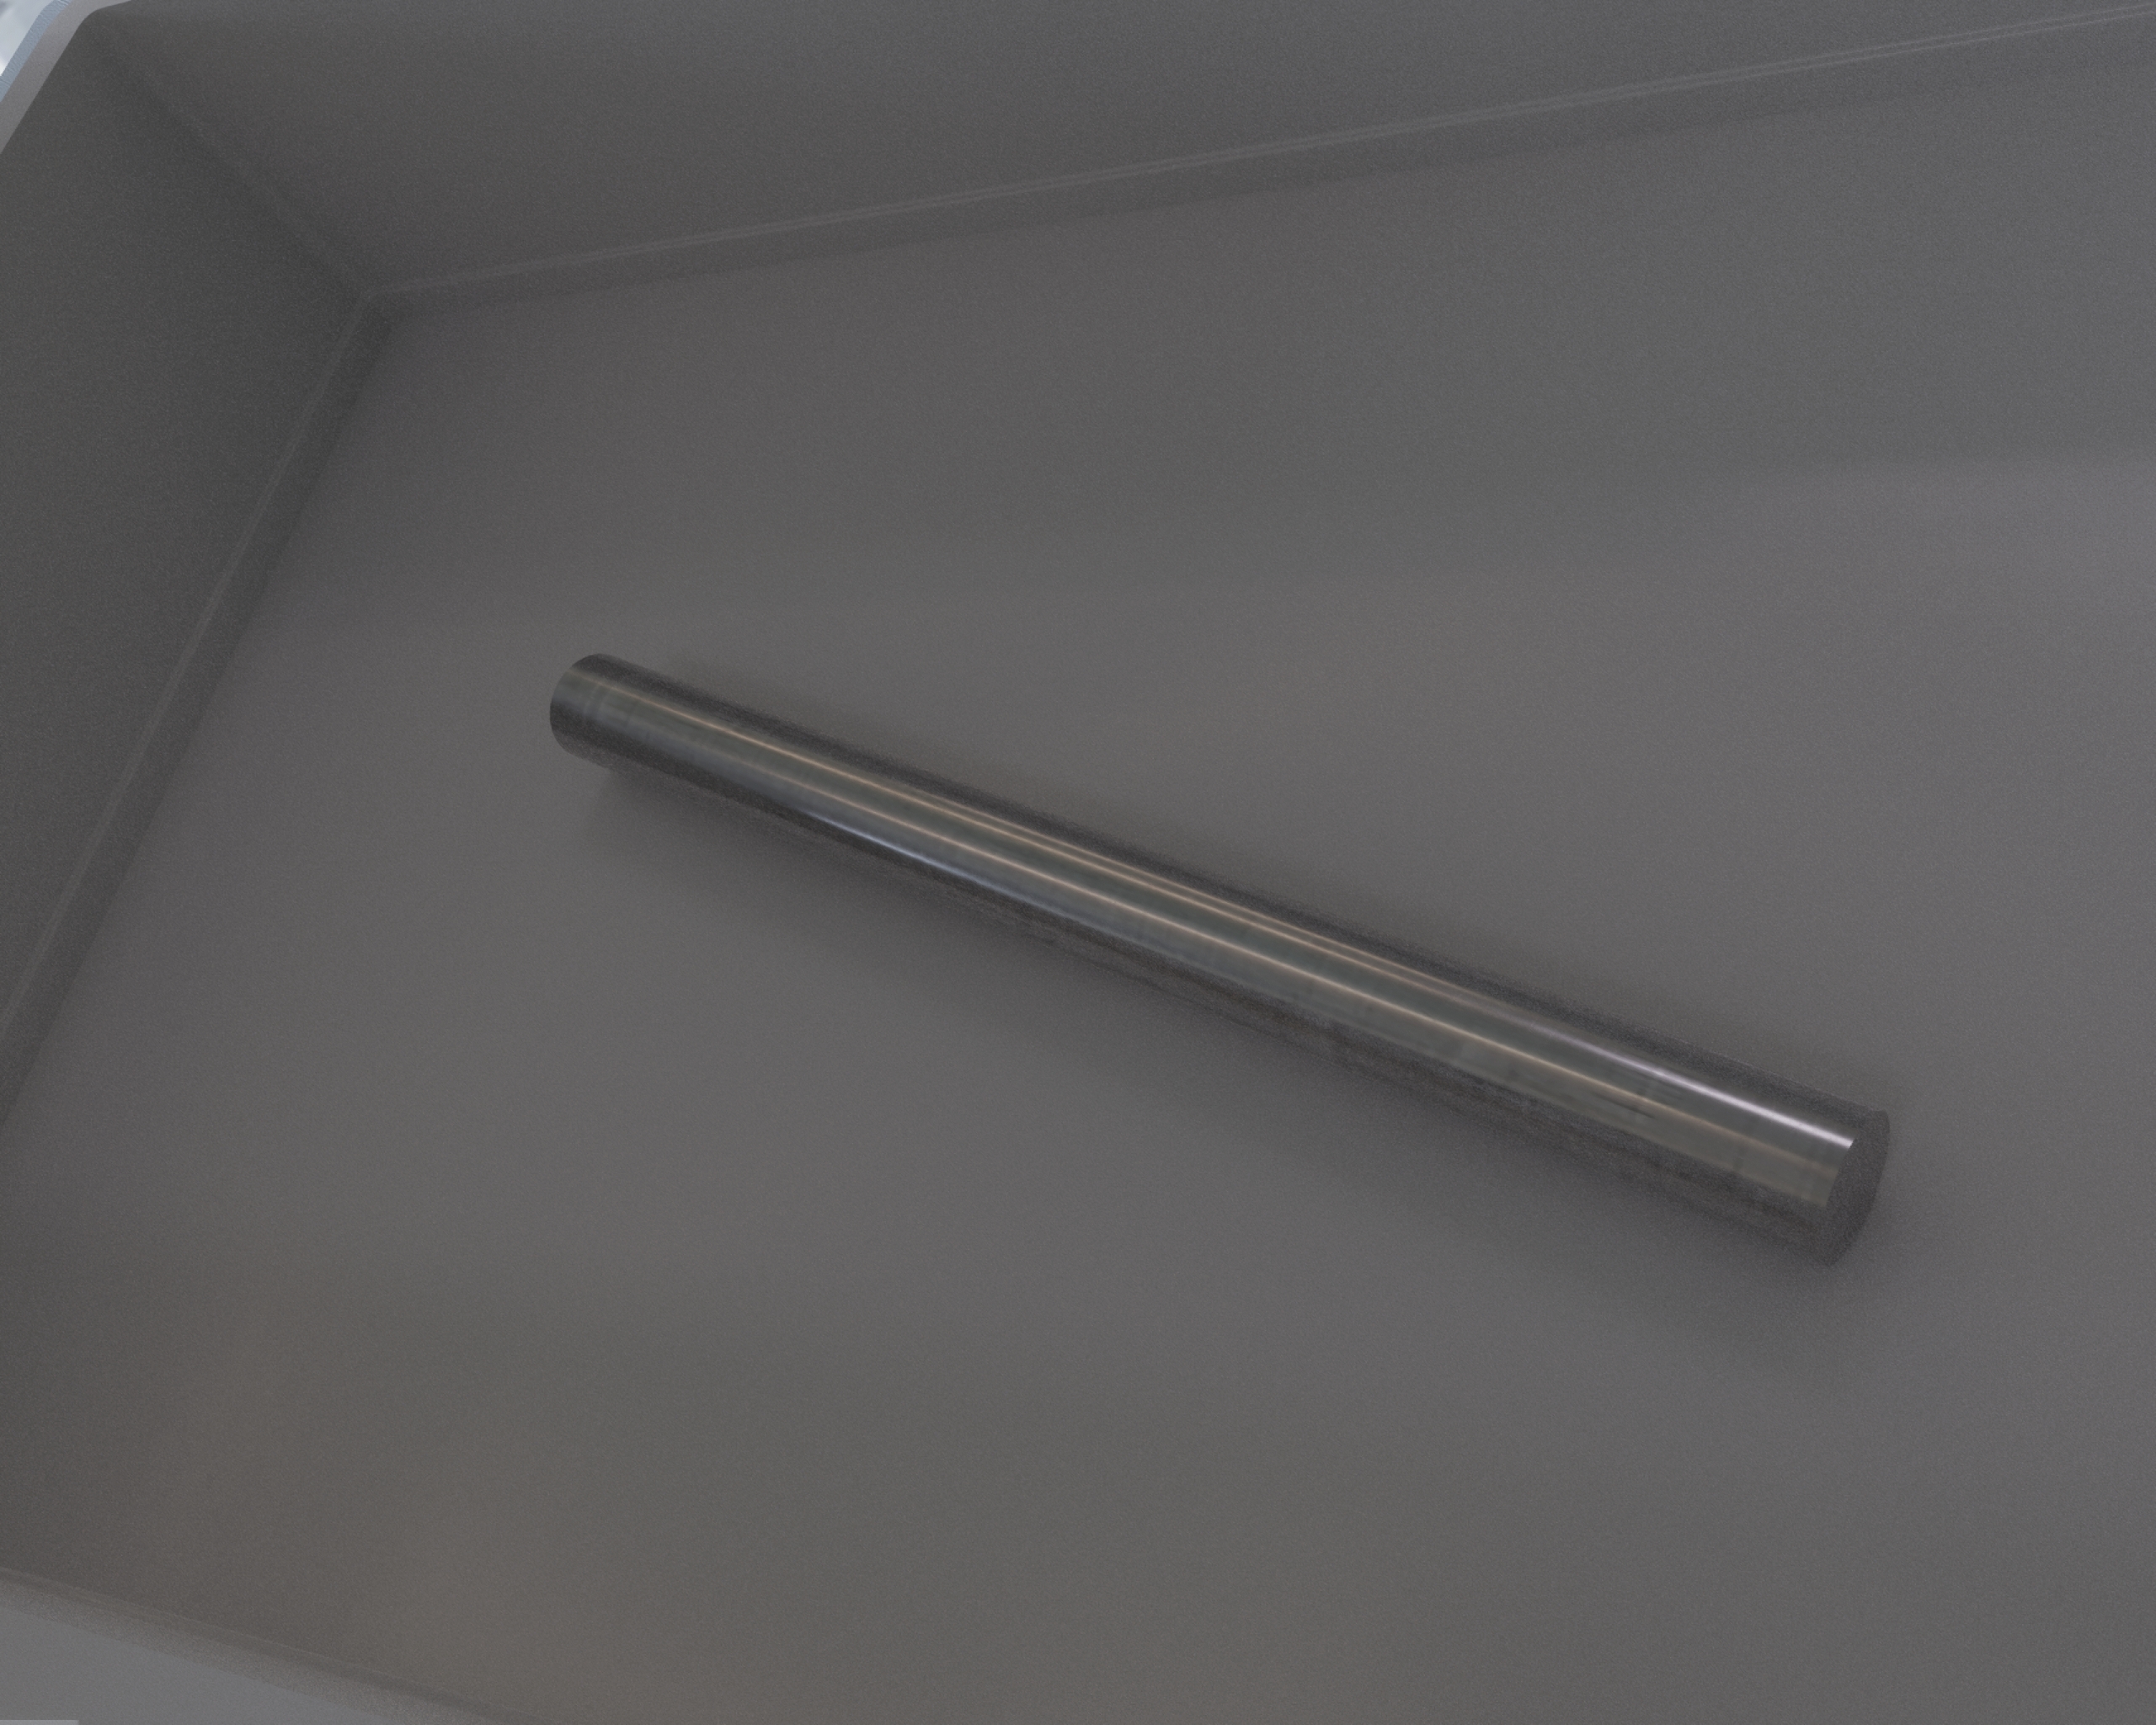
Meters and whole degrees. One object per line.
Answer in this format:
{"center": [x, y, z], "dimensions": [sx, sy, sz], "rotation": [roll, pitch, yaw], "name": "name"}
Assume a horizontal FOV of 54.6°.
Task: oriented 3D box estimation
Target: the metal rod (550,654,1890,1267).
{"center": [0.002, 0.006, 0.400], "dimensions": [0.300, 0.025, 0.025], "rotation": [20, 73, 35], "name": "metal rod"}
